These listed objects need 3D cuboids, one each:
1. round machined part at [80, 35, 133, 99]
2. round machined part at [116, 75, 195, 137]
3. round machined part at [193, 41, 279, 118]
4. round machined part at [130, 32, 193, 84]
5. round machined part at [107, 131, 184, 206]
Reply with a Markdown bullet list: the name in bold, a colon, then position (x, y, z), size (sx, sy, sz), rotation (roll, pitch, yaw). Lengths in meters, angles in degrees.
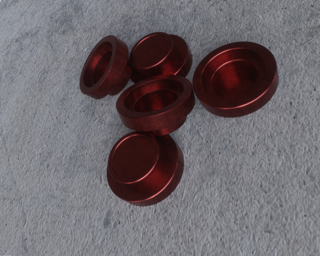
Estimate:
- **round machined part**: position (-0.078, -0.088, 0.474), size (0.098, 0.042, 0.098), rotation (-27, 51, 39)
- **round machined part**: position (-0.003, -0.026, 0.397), size (0.098, 0.042, 0.098), rotation (-12, 35, 9)
- **round machined part**: position (0.093, -0.054, 0.378), size (0.098, 0.042, 0.098), rotation (-13, 56, 20)
- **round machined part**: position (-0.005, -0.103, 0.458), size (0.098, 0.042, 0.098), rotation (-13, 56, 20)
- **round machined part**: position (-0.024, 0.042, 0.379), size (0.098, 0.042, 0.098), rotation (-13, 56, 20)
